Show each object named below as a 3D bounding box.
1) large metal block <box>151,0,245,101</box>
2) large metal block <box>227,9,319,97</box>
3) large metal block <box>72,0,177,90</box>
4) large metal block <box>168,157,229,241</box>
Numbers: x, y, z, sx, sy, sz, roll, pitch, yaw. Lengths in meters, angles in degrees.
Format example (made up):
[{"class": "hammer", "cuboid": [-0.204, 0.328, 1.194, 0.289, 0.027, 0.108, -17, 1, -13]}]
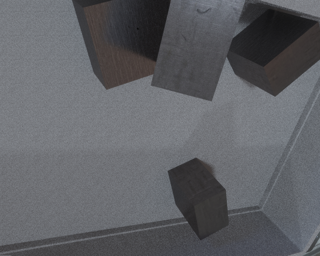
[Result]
[{"class": "large metal block", "cuboid": [0.031, -0.079, 0.267, 0.050, 0.080, 0.079, 15, 114, 0]}, {"class": "large metal block", "cuboid": [0.141, -0.097, 0.390, 0.080, 0.080, 0.050, -40, 129, -1]}, {"class": "large metal block", "cuboid": [-0.033, -0.096, 0.315, 0.081, 0.050, 0.080, -22, 127, -16]}, {"class": "large metal block", "cuboid": [0.058, 0.106, 0.470, 0.050, 0.080, 0.080, -24, 127, -14]}]
